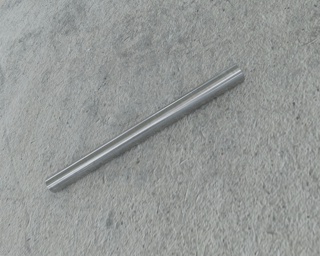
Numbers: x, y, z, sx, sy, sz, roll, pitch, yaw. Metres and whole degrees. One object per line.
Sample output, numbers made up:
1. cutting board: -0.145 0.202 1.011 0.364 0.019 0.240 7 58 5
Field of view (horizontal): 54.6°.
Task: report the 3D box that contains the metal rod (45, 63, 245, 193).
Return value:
1. metal rod: -0.025 0.004 0.417 0.300 0.025 0.025 -31 52 8
